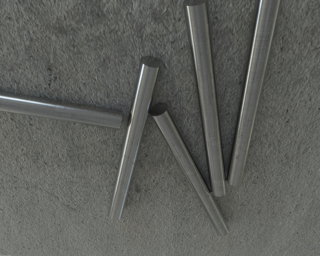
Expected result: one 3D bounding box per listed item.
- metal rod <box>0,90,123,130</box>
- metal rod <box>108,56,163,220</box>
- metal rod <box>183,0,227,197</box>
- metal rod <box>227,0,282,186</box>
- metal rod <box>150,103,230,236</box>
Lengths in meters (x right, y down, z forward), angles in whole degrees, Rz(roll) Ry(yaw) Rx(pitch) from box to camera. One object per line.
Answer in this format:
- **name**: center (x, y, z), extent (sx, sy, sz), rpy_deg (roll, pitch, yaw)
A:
- **metal rod**: center (-0.197, -0.034, 0.376), extent (0.302, 0.025, 0.025), rpy_deg (9, 130, -8)
- **metal rod**: center (-0.043, 0.037, 0.437), extent (0.025, 0.025, 0.298), rpy_deg (10, 130, -9)
- **metal rod**: center (0.064, -0.012, 0.396), extent (0.025, 0.025, 0.298), rpy_deg (-9, 130, 7)
- **metal rod**: center (0.109, -0.034, 0.378), extent (0.025, 0.025, 0.298), rpy_deg (-2, 130, 1)
- **metal rod**: center (0.057, 0.081, 0.476), extent (0.025, 0.025, 0.299), rpy_deg (-18, 128, 14)
